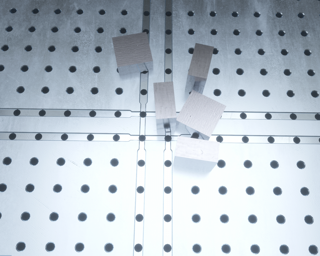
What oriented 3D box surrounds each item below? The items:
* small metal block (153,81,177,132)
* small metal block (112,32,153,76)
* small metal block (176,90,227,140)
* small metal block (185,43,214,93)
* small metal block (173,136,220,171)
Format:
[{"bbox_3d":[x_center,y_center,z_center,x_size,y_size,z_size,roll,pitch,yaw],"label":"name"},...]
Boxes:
[{"bbox_3d":[0.006,-0.027,0.408,0.025,0.050,0.050,-4,70,-1],"label":"small metal block"},{"bbox_3d":[-0.039,-0.108,0.451,0.050,0.025,0.050,-11,71,-5],"label":"small metal block"},{"bbox_3d":[0.054,-0.016,0.418,0.050,0.025,0.050,27,72,9],"label":"small metal block"},{"bbox_3d":[0.054,-0.080,0.428,0.025,0.050,0.050,13,71,4],"label":"small metal block"},{"bbox_3d":[0.044,0.033,0.387,0.050,0.050,0.025,8,71,3],"label":"small metal block"}]
